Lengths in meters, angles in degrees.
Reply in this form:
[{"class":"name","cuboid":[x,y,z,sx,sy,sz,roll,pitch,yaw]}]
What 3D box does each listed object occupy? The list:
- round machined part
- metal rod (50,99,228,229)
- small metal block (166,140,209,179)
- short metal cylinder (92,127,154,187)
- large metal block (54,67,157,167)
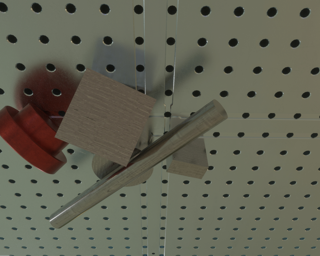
[{"class":"round machined part","cuboid":[-0.149,0.007,0.378,0.042,0.098,0.098,-45,124,-7]},{"class":"metal rod","cuboid":[-0.044,0.059,0.395,0.299,0.025,0.025,-36,122,26]},{"class":"small metal block","cuboid":[0.036,0.039,0.429,0.050,0.050,0.025,13,129,-12]},{"class":"short metal cylinder","cuboid":[-0.049,0.036,0.425,0.081,0.050,0.079,0,130,0]},{"class":"large metal block","cuboid":[-0.060,-0.011,0.352,0.080,0.050,0.080,24,87,-9]}]
